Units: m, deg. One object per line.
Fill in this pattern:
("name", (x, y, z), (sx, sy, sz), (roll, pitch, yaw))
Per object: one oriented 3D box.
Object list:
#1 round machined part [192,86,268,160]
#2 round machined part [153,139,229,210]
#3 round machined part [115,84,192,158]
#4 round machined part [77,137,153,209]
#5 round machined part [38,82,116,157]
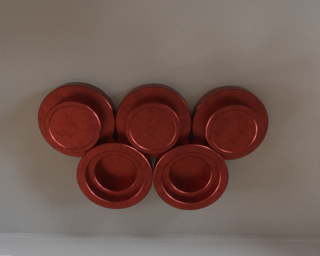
("round machined part", (0.091, -0.002, 0.399), (0.099, 0.042, 0.097), (0, 109, 0))
("round machined part", (0.040, 0.059, 0.422), (0.099, 0.042, 0.097), (0, 110, 0))
("round machined part", (-0.009, -0.005, 0.398), (0.099, 0.042, 0.097), (0, 109, 0))
("round machined part", (-0.059, 0.057, 0.421), (0.099, 0.042, 0.097), (0, 110, 0))
("round machined part", (-0.107, -0.007, 0.396), (0.099, 0.042, 0.097), (0, 109, -1))
